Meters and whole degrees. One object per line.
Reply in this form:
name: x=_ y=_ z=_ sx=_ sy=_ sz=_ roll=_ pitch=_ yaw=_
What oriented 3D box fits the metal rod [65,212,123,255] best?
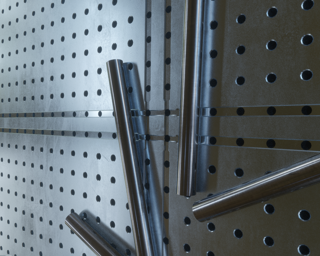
metal rod: x=-0.044 y=0.210 z=0.443 sx=0.300 sy=0.025 sz=0.025 roll=27 pitch=107 yaw=36

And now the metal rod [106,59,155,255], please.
metal rod: x=-0.042 y=0.047 z=0.441 sx=0.025 sy=0.025 sz=0.298 roll=-17 pitch=80 yaw=38

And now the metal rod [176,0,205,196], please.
metal rod: x=0.038 y=-0.068 z=0.376 sx=0.025 sy=0.025 sz=0.298 roll=4 pitch=93 yaw=39

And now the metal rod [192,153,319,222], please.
metal rod: x=0.151 y=0.035 z=0.283 sx=0.299 sy=0.025 sz=0.025 roll=-32 pitch=71 yaw=35
